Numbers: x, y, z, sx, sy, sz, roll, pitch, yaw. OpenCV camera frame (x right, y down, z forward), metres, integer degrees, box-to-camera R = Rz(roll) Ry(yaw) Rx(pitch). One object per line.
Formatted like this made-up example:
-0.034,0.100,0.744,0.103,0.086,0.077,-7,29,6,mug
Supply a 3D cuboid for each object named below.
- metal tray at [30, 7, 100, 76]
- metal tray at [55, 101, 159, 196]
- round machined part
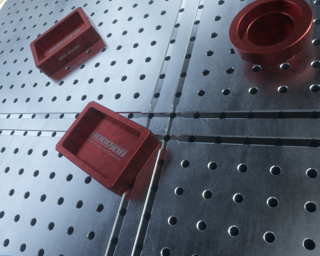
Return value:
-0.189,-0.172,0.610,0.130,0.030,0.090,-35,51,5,metal tray
-0.077,0.023,0.431,0.130,0.030,0.090,26,76,37,metal tray
0.142,-0.119,0.396,0.098,0.042,0.098,-13,56,21,round machined part
